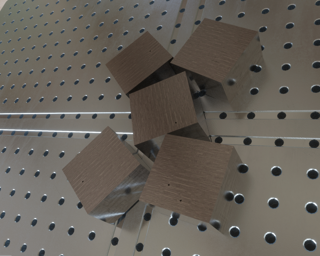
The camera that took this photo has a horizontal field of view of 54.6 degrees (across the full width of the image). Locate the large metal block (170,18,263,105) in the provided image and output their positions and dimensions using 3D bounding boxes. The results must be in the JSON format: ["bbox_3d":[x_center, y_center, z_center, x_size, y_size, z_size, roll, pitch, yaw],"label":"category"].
[{"bbox_3d":[0.075,-0.089,0.407,0.080,0.050,0.080,30,78,35],"label":"large metal block"}]

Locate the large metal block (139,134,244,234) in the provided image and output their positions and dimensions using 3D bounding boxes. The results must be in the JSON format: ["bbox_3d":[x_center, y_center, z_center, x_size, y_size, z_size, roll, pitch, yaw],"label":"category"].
[{"bbox_3d":[0.036,0.059,0.338,0.080,0.050,0.080,10,66,32],"label":"large metal block"}]

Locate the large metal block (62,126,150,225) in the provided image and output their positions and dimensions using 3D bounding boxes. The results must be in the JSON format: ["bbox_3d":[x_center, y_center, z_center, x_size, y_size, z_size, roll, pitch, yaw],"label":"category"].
[{"bbox_3d":[-0.063,0.058,0.388,0.080,0.050,0.080,-44,51,-3],"label":"large metal block"}]

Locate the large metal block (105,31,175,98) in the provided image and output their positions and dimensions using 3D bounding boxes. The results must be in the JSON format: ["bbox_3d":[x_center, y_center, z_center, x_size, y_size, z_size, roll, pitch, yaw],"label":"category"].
[{"bbox_3d":[-0.022,-0.083,0.455,0.080,0.050,0.080,-38,50,3],"label":"large metal block"}]

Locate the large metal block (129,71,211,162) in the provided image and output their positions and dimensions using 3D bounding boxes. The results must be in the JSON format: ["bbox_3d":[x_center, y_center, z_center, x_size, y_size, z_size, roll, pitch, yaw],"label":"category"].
[{"bbox_3d":[0.011,-0.014,0.395,0.080,0.050,0.080,-20,54,16],"label":"large metal block"}]
